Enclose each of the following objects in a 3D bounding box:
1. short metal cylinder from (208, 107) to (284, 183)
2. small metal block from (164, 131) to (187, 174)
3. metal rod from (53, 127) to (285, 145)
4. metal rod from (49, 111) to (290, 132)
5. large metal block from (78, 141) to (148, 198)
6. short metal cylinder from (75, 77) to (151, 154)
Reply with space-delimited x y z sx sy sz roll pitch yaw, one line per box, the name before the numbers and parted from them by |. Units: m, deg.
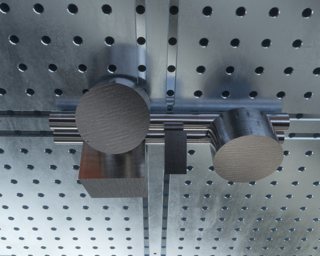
short metal cylinder | 0.102 0.022 0.377 0.081 0.050 0.079 0 130 0
small metal block | 0.018 0.029 0.378 0.025 0.050 0.050 0 88 -1
metal rod | 0.013 0.010 0.416 0.302 0.025 0.025 0 130 -1
metal rod | 0.013 -0.009 0.400 0.302 0.025 0.025 0 130 -1
large metal block | -0.059 0.059 0.422 0.081 0.050 0.080 -1 150 0
short metal cylinder | -0.051 -0.016 0.358 0.081 0.050 0.079 0 106 -1
